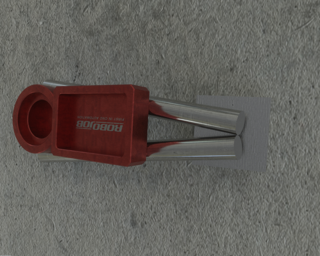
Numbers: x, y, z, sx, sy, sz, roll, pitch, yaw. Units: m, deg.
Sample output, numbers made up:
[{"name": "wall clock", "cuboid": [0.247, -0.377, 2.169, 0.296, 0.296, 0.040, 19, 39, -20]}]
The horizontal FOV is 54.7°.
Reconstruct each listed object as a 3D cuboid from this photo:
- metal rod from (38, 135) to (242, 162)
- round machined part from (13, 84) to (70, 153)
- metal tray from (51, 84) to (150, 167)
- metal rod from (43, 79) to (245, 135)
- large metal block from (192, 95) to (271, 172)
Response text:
[{"name": "metal rod", "cuboid": [-0.048, 0.030, 0.392, 0.300, 0.025, 0.025, -5, 89, 32]}, {"name": "round machined part", "cuboid": [-0.165, -0.013, 0.452, 0.098, 0.042, 0.097, 0, 89, 30]}, {"name": "metal tray", "cuboid": [-0.077, -0.006, 0.378, 0.130, 0.030, 0.089, 4, 91, 32]}, {"name": "metal rod", "cuboid": [-0.044, -0.033, 0.390, 0.300, 0.025, 0.025, 13, 94, 32]}, {"name": "large metal block", "cuboid": [0.086, 0.005, 0.365, 0.080, 0.050, 0.079, 4, 91, 19]}]
